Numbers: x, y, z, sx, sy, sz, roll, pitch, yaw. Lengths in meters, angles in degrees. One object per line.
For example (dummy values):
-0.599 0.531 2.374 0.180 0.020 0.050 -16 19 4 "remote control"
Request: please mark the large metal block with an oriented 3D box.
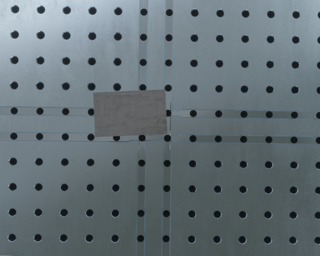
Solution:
-0.033 -0.017 0.385 0.081 0.080 0.050 -3 90 -1 "large metal block"
